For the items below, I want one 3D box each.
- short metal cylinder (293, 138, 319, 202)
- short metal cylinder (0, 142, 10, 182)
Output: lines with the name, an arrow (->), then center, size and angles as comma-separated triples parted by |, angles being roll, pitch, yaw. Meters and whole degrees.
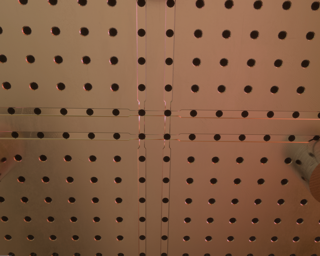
short metal cylinder -> 0.234, 0.059, 0.425 | 0.081, 0.050, 0.079 | 0, 110, -1
short metal cylinder -> -0.253, 0.052, 0.416 | 0.081, 0.050, 0.079 | 0, 110, -1
